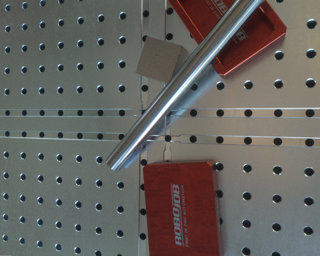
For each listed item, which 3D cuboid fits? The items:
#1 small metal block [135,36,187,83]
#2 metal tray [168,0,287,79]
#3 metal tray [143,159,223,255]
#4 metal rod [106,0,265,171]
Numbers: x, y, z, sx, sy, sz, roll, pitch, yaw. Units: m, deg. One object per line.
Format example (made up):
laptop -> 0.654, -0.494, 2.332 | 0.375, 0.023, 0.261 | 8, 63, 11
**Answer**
small metal block -> 0.002, -0.088, 0.411 | 0.050, 0.025, 0.050 | 20, 97, 18
metal tray -> 0.079, -0.138, 0.381 | 0.090, 0.030, 0.130 | -34, 79, 16
metal tray -> 0.030, 0.108, 0.399 | 0.090, 0.030, 0.129 | -5, 88, 19
metal rod -> 0.025, -0.054, 0.378 | 0.025, 0.025, 0.299 | 46, 113, 14
